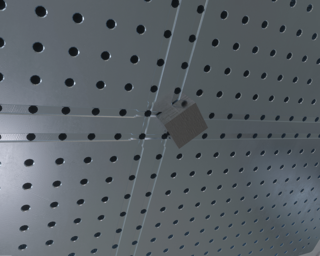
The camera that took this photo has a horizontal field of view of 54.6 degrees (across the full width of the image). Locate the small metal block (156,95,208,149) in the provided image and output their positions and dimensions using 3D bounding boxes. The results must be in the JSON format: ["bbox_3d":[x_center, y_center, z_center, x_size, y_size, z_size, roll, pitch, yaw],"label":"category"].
[{"bbox_3d":[0.031,-0.008,0.422,0.050,0.025,0.050,-36,129,-4],"label":"small metal block"}]
